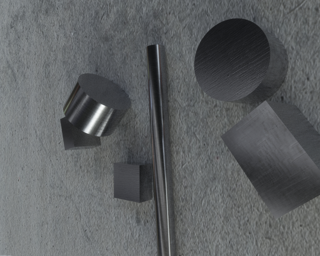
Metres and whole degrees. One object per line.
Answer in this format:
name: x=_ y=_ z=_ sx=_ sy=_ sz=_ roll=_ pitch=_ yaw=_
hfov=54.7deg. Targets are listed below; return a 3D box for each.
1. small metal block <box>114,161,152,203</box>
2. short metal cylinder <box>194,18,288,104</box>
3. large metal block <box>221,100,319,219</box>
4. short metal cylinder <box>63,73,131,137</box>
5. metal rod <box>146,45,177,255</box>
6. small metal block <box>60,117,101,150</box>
small metal block: x=-0.038 y=0.074 z=0.434 sx=0.050 sy=0.025 sz=0.050 roll=0 pitch=90 yaw=39
short metal cylinder: x=0.083 y=-0.066 z=0.319 sx=0.080 sy=0.050 sz=0.079 roll=0 pitch=90 yaw=39
large metal block: x=0.113 y=0.024 z=0.275 sx=0.050 sy=0.081 sz=0.080 roll=-44 pitch=64 yaw=31
short metal cylinder: x=-0.089 y=-0.033 z=0.440 sx=0.080 sy=0.081 sz=0.050 roll=50 pitch=120 yaw=28
metal rod: x=0.002 y=0.043 z=0.401 sx=0.025 sy=0.025 sz=0.298 roll=-5 pitch=87 yaw=39
small metal block: x=-0.125 y=0.007 z=0.489 sx=0.025 sy=0.050 sz=0.050 roll=-19 pitch=78 yaw=38
